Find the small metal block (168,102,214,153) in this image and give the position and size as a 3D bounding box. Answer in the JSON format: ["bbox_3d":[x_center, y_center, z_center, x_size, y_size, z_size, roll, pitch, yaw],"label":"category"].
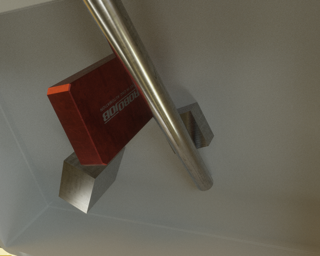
[{"bbox_3d":[0.033,0.001,0.391,0.050,0.025,0.050,-17,110,34],"label":"small metal block"}]

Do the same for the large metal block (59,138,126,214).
[{"bbox_3d":[-0.102,0.065,0.465,0.050,0.080,0.079,29,128,10],"label":"large metal block"}]

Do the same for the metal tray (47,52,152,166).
[{"bbox_3d":[-0.055,-0.029,0.351,0.030,0.131,0.090,-6,116,30],"label":"metal tray"}]

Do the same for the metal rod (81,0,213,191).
[{"bbox_3d":[0.006,-0.014,0.317,0.025,0.025,0.299,1,144,27],"label":"metal rod"}]
